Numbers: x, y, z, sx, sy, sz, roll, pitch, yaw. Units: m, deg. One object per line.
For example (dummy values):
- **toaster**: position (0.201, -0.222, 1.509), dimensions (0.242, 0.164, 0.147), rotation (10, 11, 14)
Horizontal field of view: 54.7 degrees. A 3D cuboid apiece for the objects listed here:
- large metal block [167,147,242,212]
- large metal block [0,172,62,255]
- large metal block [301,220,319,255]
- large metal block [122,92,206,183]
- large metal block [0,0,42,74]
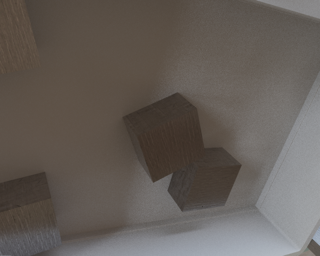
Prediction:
- **large metal block**: position (0.067, 0.078, 0.480), dimensions (0.081, 0.050, 0.079), rotation (1, 118, -29)
- **large metal block**: position (-0.168, 0.108, 0.368), dimensions (0.081, 0.050, 0.079), rotation (-13, 124, -22)
- **large metal block**: position (0.422, 0.284, 0.788), dimensions (0.081, 0.080, 0.050), rotation (-22, 127, -15)
- **large metal block**: position (0.007, 0.012, 0.405), dimensions (0.080, 0.050, 0.080), rotation (-26, 128, -13)
- **large metal block**: position (-0.152, -0.089, 0.255), dimensions (0.081, 0.050, 0.079), rotation (-16, 125, -20)
